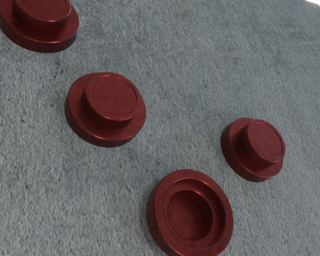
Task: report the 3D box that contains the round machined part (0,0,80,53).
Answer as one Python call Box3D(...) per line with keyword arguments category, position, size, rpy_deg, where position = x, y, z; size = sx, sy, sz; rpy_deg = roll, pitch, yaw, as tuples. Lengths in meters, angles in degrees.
Box3D(category="round machined part", position=(-0.154, -0.149, 0.401), size=(0.099, 0.042, 0.098), rpy_deg=(14, 56, -21))

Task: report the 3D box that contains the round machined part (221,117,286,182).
Box3D(category="round machined part", position=(0.142, 0.026, 0.453), size=(0.099, 0.042, 0.098), rpy_deg=(14, 56, -21))

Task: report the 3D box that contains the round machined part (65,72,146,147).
Box3D(category="round machined part", position=(-0.062, -0.029, 0.377), size=(0.099, 0.042, 0.098), rpy_deg=(14, 56, -21))

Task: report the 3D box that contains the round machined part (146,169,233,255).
Box3D(category="round machined part", position=(0.029, 0.099, 0.348), size=(0.099, 0.042, 0.098), rpy_deg=(14, 56, -21))
